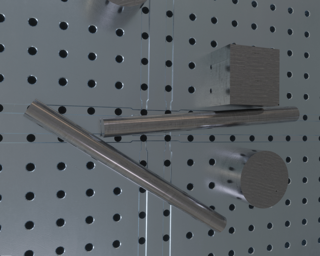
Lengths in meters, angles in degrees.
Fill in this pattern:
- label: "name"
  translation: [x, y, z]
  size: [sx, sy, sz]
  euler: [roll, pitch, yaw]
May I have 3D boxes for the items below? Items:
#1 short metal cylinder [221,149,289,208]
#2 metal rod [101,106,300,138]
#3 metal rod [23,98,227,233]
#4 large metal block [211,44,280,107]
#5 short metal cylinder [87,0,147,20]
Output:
- label: "short metal cylinder"
  translation: [0.137, 0.071, 0.450]
  size: [0.081, 0.050, 0.079]
  euler: [0, 90, -20]
- label: "metal rod"
  translation: [0.070, -0.011, 0.438]
  size: [0.303, 0.025, 0.025]
  euler: [-4, 92, -20]
- label: "metal rod"
  translation: [-0.032, 0.057, 0.401]
  size: [0.301, 0.025, 0.025]
  euler: [34, 79, -17]
- label: "large metal block"
  translation: [0.121, -0.071, 0.444]
  size: [0.081, 0.050, 0.079]
  euler: [0, 90, -20]
- label: "short metal cylinder"
  translation: [-0.050, -0.181, 0.381]
  size: [0.081, 0.050, 0.079]
  euler: [0, 90, -20]
